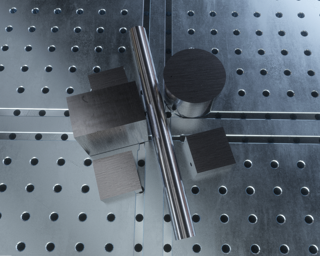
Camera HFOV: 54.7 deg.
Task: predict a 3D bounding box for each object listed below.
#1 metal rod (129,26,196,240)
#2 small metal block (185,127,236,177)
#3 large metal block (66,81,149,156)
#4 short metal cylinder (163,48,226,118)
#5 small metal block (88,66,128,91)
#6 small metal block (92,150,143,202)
[{"bbox_3d":[-0.002,-0.008,0.414,0.025,0.025,0.299,-12,70,-5],"label":"metal rod"},{"bbox_3d":[0.064,0.031,0.401,0.050,0.025,0.050,-14,71,-6],"label":"small metal block"},{"bbox_3d":[-0.061,-0.009,0.383,0.081,0.080,0.050,-15,71,-6],"label":"large metal block"},{"bbox_3d":[0.044,-0.060,0.420,0.081,0.050,0.080,0,70,0],"label":"short metal cylinder"},{"bbox_3d":[-0.068,-0.053,0.430,0.050,0.025,0.050,-16,71,-6],"label":"small metal block"},{"bbox_3d":[-0.053,0.061,0.389,0.050,0.025,0.050,-15,71,-6],"label":"small metal block"}]
